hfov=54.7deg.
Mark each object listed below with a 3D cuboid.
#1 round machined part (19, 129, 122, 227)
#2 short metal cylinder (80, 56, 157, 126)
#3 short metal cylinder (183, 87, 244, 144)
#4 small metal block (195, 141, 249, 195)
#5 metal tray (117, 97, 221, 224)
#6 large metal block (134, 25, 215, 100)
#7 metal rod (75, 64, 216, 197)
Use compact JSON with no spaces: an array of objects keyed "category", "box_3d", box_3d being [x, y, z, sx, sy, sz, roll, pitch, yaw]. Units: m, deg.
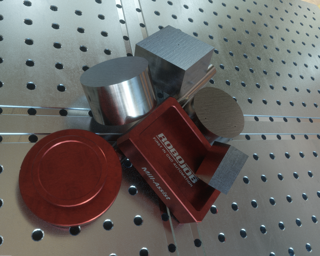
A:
[{"category":"round machined part","box_3d":[-0.087,0.046,0.306,0.099,0.042,0.098,4,68,-10]},{"category":"short metal cylinder","box_3d":[-0.048,-0.046,0.368,0.080,0.050,0.080,-9,33,6]},{"category":"short metal cylinder","box_3d":[0.070,-0.011,0.435,0.081,0.050,0.080,14,56,-21]},{"category":"small metal block","box_3d":[0.071,0.045,0.365,0.025,0.050,0.050,32,87,-11]},{"category":"metal tray","box_3d":[0.021,0.038,0.375,0.130,0.030,0.090,52,51,-7]},{"category":"large metal block","box_3d":[0.019,-0.097,0.446,0.080,0.050,0.080,32,49,18]},{"category":"metal rod","box_3d":[-0.004,-0.013,0.416,0.025,0.025,0.302,44,52,2]}]
